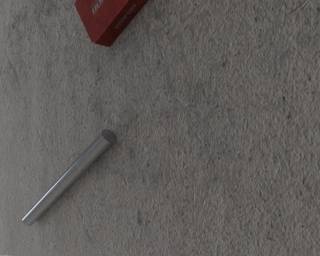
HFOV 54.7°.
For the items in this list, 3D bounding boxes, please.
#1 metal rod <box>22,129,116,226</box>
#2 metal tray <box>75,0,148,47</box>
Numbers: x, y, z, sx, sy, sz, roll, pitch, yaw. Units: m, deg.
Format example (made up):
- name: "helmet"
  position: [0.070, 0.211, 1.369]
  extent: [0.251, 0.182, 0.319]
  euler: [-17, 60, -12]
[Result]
- name: "metal rod"
  position: [-0.170, 0.098, 0.545]
  extent: [0.299, 0.025, 0.025]
  euler: [-43, 64, 31]
- name: "metal tray"
  position: [-0.068, -0.197, 0.458]
  extent: [0.129, 0.030, 0.090]
  euler: [-40, 66, 32]
